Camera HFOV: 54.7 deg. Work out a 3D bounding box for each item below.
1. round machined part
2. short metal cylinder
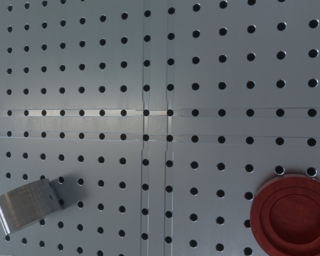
[{"bbox_3d":[0.154,0.100,0.349,0.098,0.042,0.097,0,90,20],"label":"round machined part"},{"bbox_3d":[-0.191,0.114,0.451,0.080,0.080,0.050,-29,81,18],"label":"short metal cylinder"}]
